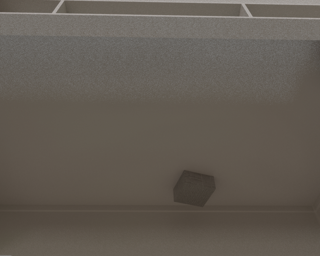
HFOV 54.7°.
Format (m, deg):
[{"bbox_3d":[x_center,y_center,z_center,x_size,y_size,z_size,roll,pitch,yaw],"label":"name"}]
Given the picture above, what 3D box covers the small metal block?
[{"bbox_3d":[0.054,0.097,0.493,0.050,0.025,0.050,14,129,-12],"label":"small metal block"}]
